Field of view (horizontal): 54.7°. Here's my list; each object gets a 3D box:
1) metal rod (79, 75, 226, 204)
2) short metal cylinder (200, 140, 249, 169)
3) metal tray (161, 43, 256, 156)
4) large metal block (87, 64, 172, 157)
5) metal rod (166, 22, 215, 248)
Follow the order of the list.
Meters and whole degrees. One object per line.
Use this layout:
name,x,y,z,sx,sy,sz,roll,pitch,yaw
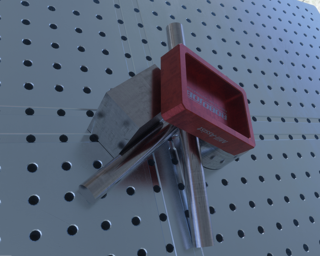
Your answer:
metal rod,0.014,-0.004,0.420,0.025,0.025,0.302,47,51,4
short metal cylinder,0.081,0.011,0.430,0.081,0.050,0.080,14,56,-21
metal tray,0.058,-0.030,0.366,0.131,0.030,0.090,26,50,-36
large metal block,-0.030,-0.019,0.369,0.050,0.080,0.080,47,51,4
metal rod,0.036,-0.005,0.403,0.025,0.025,0.299,4,69,-27
